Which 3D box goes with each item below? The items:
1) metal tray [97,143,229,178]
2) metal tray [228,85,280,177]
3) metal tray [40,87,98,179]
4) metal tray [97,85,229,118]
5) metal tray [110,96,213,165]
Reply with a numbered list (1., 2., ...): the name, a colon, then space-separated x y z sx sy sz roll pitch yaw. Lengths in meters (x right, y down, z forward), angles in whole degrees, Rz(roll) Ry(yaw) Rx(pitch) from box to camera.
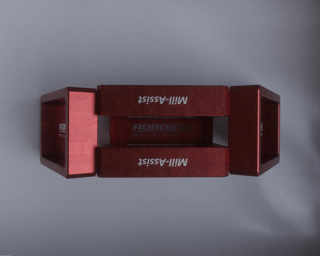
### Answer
1. metal tray: 0.003 0.034 0.347 0.131 0.090 0.030 0 90 -1
2. metal tray: 0.113 0.002 0.359 0.030 0.131 0.089 1 91 30
3. metal tray: -0.110 0.003 0.358 0.030 0.130 0.089 0 91 -32
4. metal tray: 0.003 -0.027 0.347 0.131 0.090 0.030 0 90 0
5. metal tray: 0.002 0.003 0.407 0.131 0.030 0.089 0 90 -1
